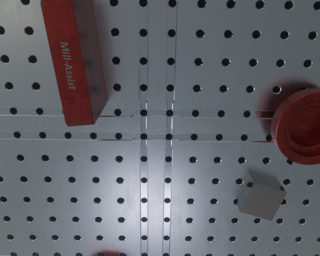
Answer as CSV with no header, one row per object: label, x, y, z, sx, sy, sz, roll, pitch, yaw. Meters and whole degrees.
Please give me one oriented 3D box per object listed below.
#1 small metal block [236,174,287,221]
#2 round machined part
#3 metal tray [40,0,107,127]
small metal block,0.147,0.102,0.452,0.050,0.025,0.050,18,109,-7
round machined part,0.194,-0.004,0.404,0.099,0.042,0.097,0,110,0
metal tray,-0.091,-0.077,0.349,0.030,0.090,0.129,-5,110,2
